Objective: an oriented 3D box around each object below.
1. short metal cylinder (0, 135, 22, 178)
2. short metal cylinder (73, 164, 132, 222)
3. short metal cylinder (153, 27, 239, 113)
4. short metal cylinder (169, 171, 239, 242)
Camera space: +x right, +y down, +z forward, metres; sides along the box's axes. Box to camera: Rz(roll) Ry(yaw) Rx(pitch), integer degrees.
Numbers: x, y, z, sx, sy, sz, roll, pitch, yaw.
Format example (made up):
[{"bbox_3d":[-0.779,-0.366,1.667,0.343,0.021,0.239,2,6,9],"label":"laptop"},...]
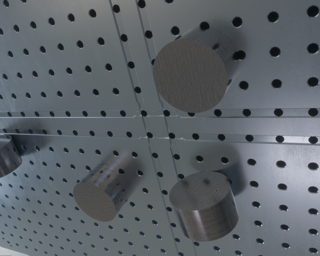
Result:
[{"bbox_3d":[-0.304,0.054,0.570,0.080,0.080,0.050,1,119,27],"label":"short metal cylinder"},{"bbox_3d":[-0.094,0.107,0.511,0.080,0.050,0.079,13,124,21],"label":"short metal cylinder"},{"bbox_3d":[0.040,-0.063,0.335,0.080,0.050,0.079,13,124,21],"label":"short metal cylinder"},{"bbox_3d":[0.058,0.101,0.408,0.080,0.080,0.050,-5,116,30],"label":"short metal cylinder"}]
